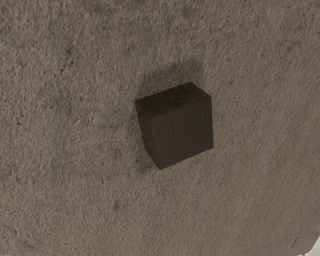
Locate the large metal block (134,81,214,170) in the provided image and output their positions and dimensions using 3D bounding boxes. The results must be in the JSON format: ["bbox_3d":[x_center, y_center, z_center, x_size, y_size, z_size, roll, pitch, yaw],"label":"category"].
[{"bbox_3d":[0.020,-0.004,0.401,0.081,0.050,0.079,-21,127,-16],"label":"large metal block"}]
